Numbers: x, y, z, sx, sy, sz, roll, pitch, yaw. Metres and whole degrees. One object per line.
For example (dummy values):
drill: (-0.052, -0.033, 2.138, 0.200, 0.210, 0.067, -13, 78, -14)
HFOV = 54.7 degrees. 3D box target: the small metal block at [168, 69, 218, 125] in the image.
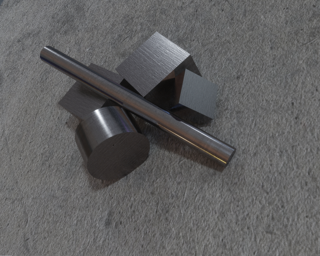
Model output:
small metal block: (0.042, -0.038, 0.388, 0.025, 0.050, 0.050, -32, 40, 56)

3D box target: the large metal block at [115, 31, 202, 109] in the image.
large metal block: (-0.002, -0.076, 0.434, 0.080, 0.050, 0.080, -43, 51, -2)

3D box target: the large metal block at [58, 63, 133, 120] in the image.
large metal block: (-0.089, -0.041, 0.461, 0.080, 0.050, 0.080, 28, 77, 37)

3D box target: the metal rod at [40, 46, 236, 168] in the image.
metal rod: (-0.043, -0.037, 0.398, 0.300, 0.025, 0.025, 30, 78, 21)

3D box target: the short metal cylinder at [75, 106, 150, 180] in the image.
short metal cylinder: (-0.060, 0.019, 0.389, 0.080, 0.080, 0.050, -38, 51, 3)
